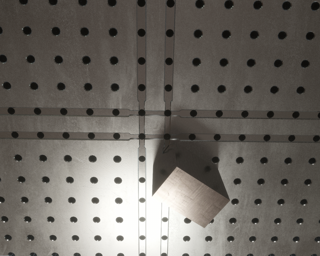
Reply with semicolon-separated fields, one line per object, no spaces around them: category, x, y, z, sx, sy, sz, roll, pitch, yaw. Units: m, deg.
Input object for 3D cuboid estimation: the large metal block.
large metal block;0.037;0.071;0.411;0.080;0.080;0.050;34;107;-12
